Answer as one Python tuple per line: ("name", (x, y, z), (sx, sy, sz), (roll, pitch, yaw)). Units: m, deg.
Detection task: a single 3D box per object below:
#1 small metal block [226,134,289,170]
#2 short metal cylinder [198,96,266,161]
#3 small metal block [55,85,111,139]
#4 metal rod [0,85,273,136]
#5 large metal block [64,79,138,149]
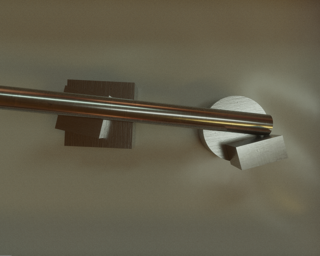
("small metal block", (0.107, 0.026, 0.348), (0.050, 0.050, 0.025), (-14, 90, 0))
("short metal cylinder", (0.092, 0.001, 0.398), (0.081, 0.050, 0.079), (0, 90, -1))
("small metal block", (-0.087, -0.018, 0.359), (0.050, 0.025, 0.050), (13, 89, -1))
("metal rod", (-0.023, -0.018, 0.339), (0.302, 0.025, 0.025), (6, 90, -8))
("large metal block", (-0.072, -0.017, 0.395), (0.081, 0.050, 0.079), (3, 90, -1))
